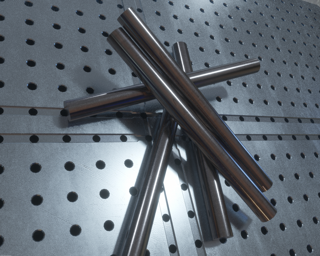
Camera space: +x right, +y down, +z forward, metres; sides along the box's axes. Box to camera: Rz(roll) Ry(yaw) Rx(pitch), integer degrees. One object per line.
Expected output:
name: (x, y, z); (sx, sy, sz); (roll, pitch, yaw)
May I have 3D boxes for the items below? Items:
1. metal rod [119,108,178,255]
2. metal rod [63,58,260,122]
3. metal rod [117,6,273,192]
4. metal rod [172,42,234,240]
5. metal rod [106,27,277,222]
metal rod: (-0.017, 0.090, 0.343); (0.025, 0.025, 0.300); (26, 53, -12)
metal rod: (0.021, -0.060, 0.428); (0.302, 0.025, 0.025); (-17, 71, -26)
metal rod: (0.053, -0.029, 0.409); (0.300, 0.025, 0.025); (49, 50, -11)
metal rod: (0.053, -0.001, 0.436); (0.025, 0.025, 0.299); (5, 60, -26)
metal rod: (0.041, -0.003, 0.389); (0.300, 0.025, 0.025); (49, 51, -2)
